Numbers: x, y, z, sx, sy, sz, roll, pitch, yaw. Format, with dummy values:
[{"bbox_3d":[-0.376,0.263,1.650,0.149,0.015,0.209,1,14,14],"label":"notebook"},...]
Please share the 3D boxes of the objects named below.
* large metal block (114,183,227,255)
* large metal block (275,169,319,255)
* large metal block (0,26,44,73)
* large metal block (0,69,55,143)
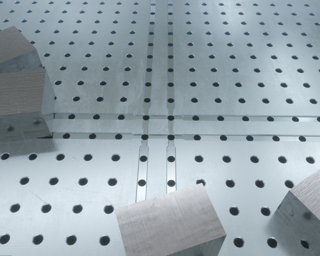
[{"bbox_3d":[0.008,0.103,0.286,0.081,0.080,0.050,-14,52,-12],"label":"large metal block"},{"bbox_3d":[0.184,0.087,0.320,0.080,0.050,0.080,-26,55,-20],"label":"large metal block"},{"bbox_3d":[-0.239,-0.105,0.479,0.080,0.050,0.080,-32,57,-24],"label":"large metal block"},{"bbox_3d":[-0.190,-0.030,0.416,0.080,0.050,0.080,-7,50,-6],"label":"large metal block"}]
